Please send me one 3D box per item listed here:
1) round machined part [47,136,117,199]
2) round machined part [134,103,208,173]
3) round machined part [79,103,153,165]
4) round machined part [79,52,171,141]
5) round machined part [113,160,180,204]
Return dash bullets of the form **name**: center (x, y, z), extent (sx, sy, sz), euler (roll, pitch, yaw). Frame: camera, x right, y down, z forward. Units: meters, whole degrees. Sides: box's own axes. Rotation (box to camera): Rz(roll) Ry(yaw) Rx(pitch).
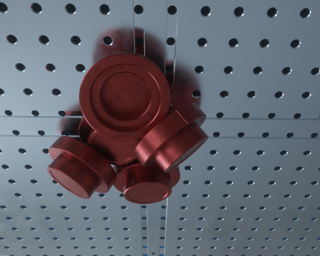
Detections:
- **round machined part**: center (-0.111, 0.059, 0.418), extent (0.098, 0.042, 0.097), euler (24, 148, 17)
- **round machined part**: center (0.020, 0.017, 0.377), extent (0.042, 0.099, 0.097), euler (50, 123, 13)
- **round machined part**: center (-0.057, 0.011, 0.407), extent (0.099, 0.042, 0.097), euler (-1, 130, 0)
- **round machined part**: center (-0.039, -0.038, 0.353), extent (0.099, 0.042, 0.097), euler (-2, 109, -5)
- **round machined part**: center (-0.019, 0.077, 0.450), extent (0.099, 0.042, 0.097), euler (-5, 142, -4)
